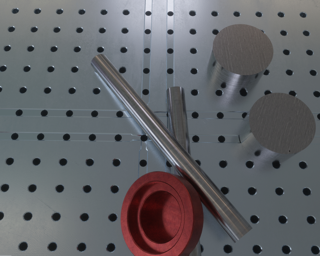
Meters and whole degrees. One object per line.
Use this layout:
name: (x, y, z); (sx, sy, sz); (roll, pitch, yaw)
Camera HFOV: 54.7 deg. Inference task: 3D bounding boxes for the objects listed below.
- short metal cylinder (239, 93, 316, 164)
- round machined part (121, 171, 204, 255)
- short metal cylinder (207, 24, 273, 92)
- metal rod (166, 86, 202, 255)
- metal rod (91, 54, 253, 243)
short metal cylinder: (0.148, 0.001, 0.399); (0.081, 0.050, 0.080); (0, 70, 0)
round machined part: (0.006, 0.100, 0.350); (0.098, 0.042, 0.098); (-12, 69, 33)
short metal cylinder: (0.110, -0.097, 0.434); (0.081, 0.050, 0.080); (0, 70, 0)
metal rod: (0.031, 0.088, 0.379); (0.025, 0.025, 0.299); (-4, 70, -1)
metal rod: (0.000, 0.009, 0.386); (0.025, 0.025, 0.300); (-35, 66, -12)
